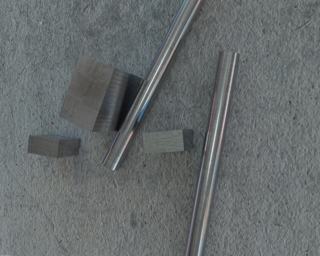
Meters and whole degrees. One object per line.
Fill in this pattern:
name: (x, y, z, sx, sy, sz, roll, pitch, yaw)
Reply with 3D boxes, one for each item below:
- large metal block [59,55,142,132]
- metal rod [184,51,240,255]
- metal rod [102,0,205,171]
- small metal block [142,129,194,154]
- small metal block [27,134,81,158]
large metal block: (-0.075, -0.042, 0.405, 0.050, 0.080, 0.080, 23, 98, 18)
metal rod: (0.061, 0.056, 0.387, 0.025, 0.025, 0.298, 11, 93, 19)
metal rod: (-0.001, -0.078, 0.408, 0.025, 0.025, 0.298, 30, 100, 17)
small metal block: (0.012, 0.016, 0.391, 0.050, 0.050, 0.025, -6, 88, 19)
small metal block: (-0.152, 0.025, 0.448, 0.050, 0.050, 0.025, 7, 93, 19)
